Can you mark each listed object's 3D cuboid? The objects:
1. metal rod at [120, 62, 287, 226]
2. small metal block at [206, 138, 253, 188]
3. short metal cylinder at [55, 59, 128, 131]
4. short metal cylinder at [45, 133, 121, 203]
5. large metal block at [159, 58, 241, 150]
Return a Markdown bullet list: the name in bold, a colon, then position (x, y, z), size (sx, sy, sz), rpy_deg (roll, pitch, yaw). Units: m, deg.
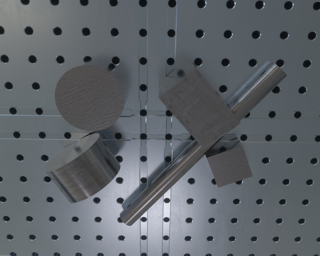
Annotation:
- **metal rod**: position (0.050, 0.031, 0.425), size (0.025, 0.025, 0.299), rpy_deg (40, 105, -14)
- **small metal block**: position (0.095, 0.049, 0.432), size (0.050, 0.025, 0.050), rpy_deg (-20, 109, 7)
- **short metal cylinder**: position (-0.082, -0.042, 0.384), size (0.081, 0.050, 0.079), rpy_deg (0, 110, 0)
- **short metal cylinder**: position (-0.099, 0.050, 0.402), size (0.080, 0.080, 0.050), rpy_deg (-28, 108, 9)
- **large metal block**: position (0.044, -0.032, 0.373), size (0.050, 0.080, 0.080), rpy_deg (-39, 106, 13)
